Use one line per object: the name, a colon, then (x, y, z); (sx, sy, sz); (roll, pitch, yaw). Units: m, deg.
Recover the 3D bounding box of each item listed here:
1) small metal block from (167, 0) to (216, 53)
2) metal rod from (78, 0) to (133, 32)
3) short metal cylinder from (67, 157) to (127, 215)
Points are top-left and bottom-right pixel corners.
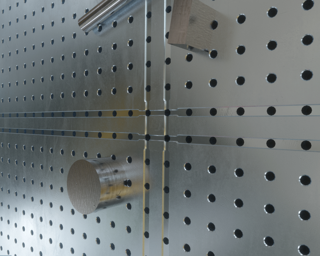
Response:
small metal block: (0.038, -0.118, 0.360); (0.025, 0.050, 0.050); (15, 99, 39)
metal rod: (-0.012, -0.207, 0.416); (0.300, 0.025, 0.025); (-19, 78, 38)
short metal cylinder: (-0.096, 0.086, 0.470); (0.080, 0.050, 0.079); (0, 90, 39)
